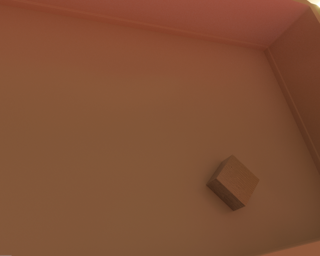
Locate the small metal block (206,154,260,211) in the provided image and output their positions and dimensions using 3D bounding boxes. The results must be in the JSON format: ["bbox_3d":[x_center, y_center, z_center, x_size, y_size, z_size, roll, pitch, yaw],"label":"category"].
[{"bbox_3d":[0.098,0.072,0.413,0.050,0.025,0.050,44,51,2],"label":"small metal block"}]
